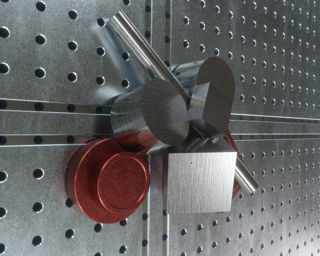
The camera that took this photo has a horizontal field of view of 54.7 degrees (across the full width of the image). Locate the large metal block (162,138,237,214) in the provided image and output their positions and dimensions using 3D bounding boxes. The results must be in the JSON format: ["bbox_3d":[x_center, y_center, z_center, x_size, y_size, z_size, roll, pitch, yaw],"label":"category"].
[{"bbox_3d":[0.046,0.059,0.393,0.081,0.050,0.079,-1,107,-7],"label":"large metal block"}]

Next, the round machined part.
[{"bbox_3d":[-0.050,0.059,0.351,0.099,0.042,0.097,0,90,-40],"label":"round machined part"}]

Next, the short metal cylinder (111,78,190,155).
[{"bbox_3d":[-0.010,-0.012,0.365,0.080,0.050,0.080,22,58,-41],"label":"short metal cylinder"}]

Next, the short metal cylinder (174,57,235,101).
[{"bbox_3d":[0.062,-0.057,0.441,0.081,0.050,0.079,0,90,-40],"label":"short metal cylinder"}]

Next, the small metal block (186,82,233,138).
[{"bbox_3d":[0.063,-0.021,0.389,0.050,0.025,0.050,33,62,-35],"label":"small metal block"}]

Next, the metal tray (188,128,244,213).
[{"bbox_3d":[0.080,0.052,0.468,0.090,0.030,0.130,-44,117,-31],"label":"metal tray"}]

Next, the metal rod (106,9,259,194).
[{"bbox_3d":[0.040,-0.022,0.406,0.300,0.025,0.025,49,60,-18],"label":"metal rod"}]
